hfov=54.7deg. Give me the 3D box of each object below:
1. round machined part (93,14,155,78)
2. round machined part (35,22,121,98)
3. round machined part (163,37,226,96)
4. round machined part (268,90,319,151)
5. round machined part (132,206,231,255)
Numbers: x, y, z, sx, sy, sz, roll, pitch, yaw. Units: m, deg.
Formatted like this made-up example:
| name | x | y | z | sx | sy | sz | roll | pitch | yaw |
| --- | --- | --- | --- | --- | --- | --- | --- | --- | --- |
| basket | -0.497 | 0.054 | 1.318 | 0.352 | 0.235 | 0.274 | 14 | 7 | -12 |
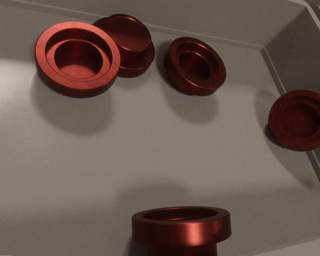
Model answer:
| name | x | y | z | sx | sy | sz | roll | pitch | yaw |
| --- | --- | --- | --- | --- | --- | --- | --- | --- | --- |
| round machined part | -0.051 | -0.124 | 0.444 | 0.099 | 0.042 | 0.098 | 14 | 56 | -21 |
| round machined part | -0.101 | -0.079 | 0.383 | 0.099 | 0.042 | 0.098 | 8 | 64 | -16 |
| round machined part | 0.049 | -0.089 | 0.478 | 0.099 | 0.042 | 0.098 | 14 | 56 | -21 |
| round machined part | 0.228 | -0.010 | 0.505 | 0.098 | 0.098 | 0.042 | 63 | 9 | 16 |
| round machined part | 0.022 | 0.108 | 0.311 | 0.099 | 0.098 | 0.042 | 0 | 83 | -28 |
